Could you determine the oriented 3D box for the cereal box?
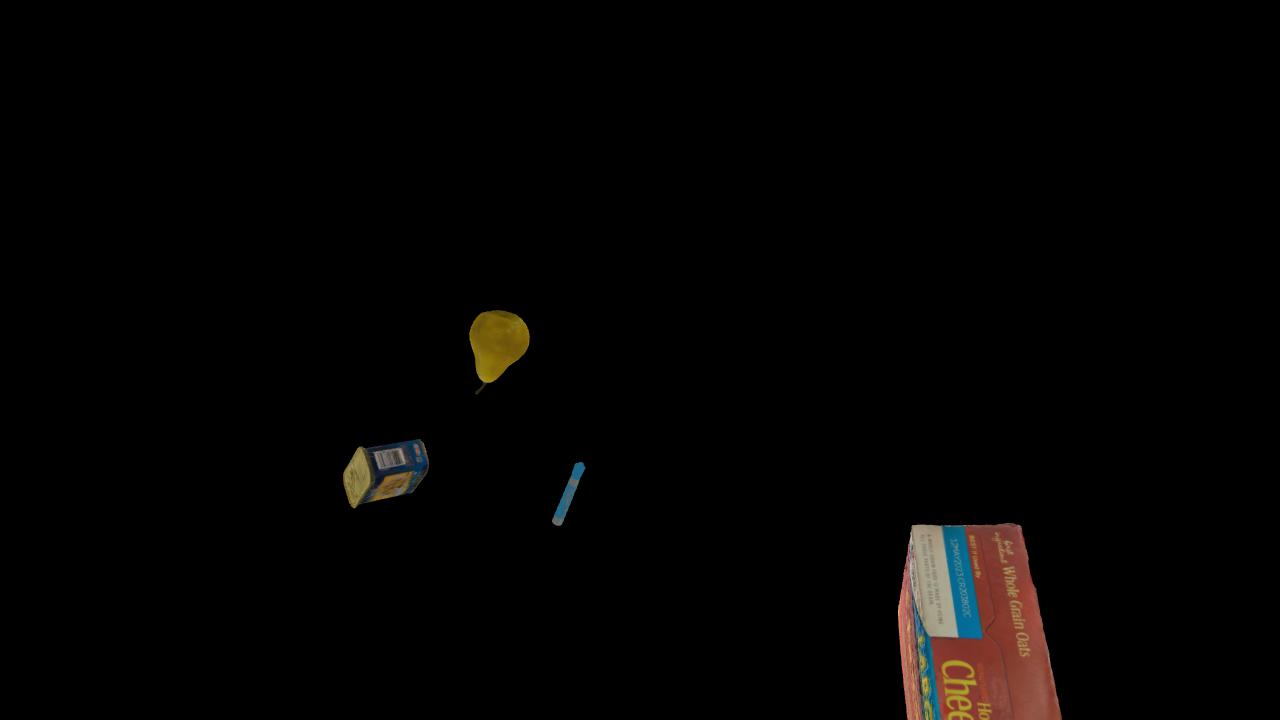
[{"bbox_3d":[0.256,0.269,0.486,0.081,0.203,0.306,-6,-31,19],"label":"cereal box"}]

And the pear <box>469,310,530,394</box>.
[{"bbox_3d":[-0.189,-0.007,0.810,0.080,0.111,0.080,13,17,-4],"label":"pear"}]

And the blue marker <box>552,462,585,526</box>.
[{"bbox_3d":[-0.120,0.225,1.037,0.020,0.121,0.020,21,16,-6],"label":"blue marker"}]

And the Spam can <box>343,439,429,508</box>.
[{"bbox_3d":[-0.355,0.157,0.861,0.085,0.058,0.101,-5,-30,-44],"label":"Spam can"}]
